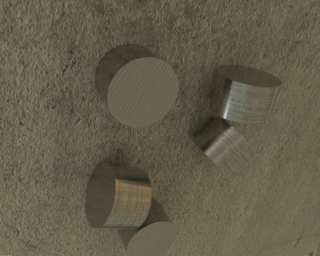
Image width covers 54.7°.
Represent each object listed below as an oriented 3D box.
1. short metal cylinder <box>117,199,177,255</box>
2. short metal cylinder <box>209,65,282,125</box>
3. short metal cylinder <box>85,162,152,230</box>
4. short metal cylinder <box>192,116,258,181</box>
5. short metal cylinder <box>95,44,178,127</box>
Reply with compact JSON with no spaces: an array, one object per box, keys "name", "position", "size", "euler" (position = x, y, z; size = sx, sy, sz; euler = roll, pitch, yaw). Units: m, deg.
[{"name":"short metal cylinder","position":[-0.021,0.156,0.476],"size":[0.081,0.050,0.079],"euler":[-14,124,-21]},{"name":"short metal cylinder","position":[0.109,-0.045,0.403],"size":[0.081,0.080,0.050],"euler":[-6,121,-26]},{"name":"short metal cylinder","position":[-0.055,0.087,0.395],"size":[0.050,0.080,0.080],"euler":[15,111,-35]},{"name":"short metal cylinder","position":[0.091,0.029,0.439],"size":[0.050,0.080,0.080],"euler":[-43,129,2]},{"name":"short metal cylinder","position":[-0.027,-0.048,0.346],"size":[0.081,0.050,0.079],"euler":[-14,124,-21]}]
